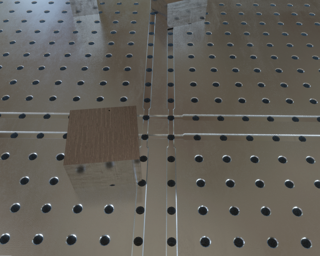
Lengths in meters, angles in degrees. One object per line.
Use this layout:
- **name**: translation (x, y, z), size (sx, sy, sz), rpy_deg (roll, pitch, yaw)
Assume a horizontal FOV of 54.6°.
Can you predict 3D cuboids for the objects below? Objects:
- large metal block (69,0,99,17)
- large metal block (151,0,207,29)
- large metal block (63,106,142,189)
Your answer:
- **large metal block**: translation (-0.154, -0.277, 0.604), size (0.050, 0.080, 0.080), rpy_deg (-9, 51, -8)
- **large metal block**: translation (0.035, -0.242, 0.595), size (0.081, 0.050, 0.080), rpy_deg (-18, 52, -15)
- **large metal block**: translation (-0.065, 0.022, 0.373), size (0.080, 0.050, 0.080), rpy_deg (-4, 50, -4)
